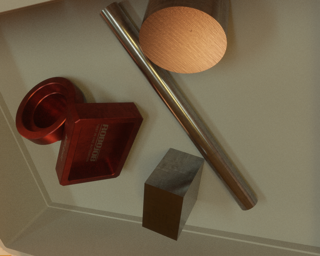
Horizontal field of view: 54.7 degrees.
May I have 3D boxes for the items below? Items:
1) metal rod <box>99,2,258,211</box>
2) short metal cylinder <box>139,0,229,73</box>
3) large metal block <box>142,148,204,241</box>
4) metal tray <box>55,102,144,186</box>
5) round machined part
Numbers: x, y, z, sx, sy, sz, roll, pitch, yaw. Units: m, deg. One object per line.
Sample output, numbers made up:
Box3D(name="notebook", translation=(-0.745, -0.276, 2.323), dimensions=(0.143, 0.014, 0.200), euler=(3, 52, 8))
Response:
Box3D(name="metal rod", translation=(0.029, -0.018, 0.380), dimensions=(0.025, 0.025, 0.299), euler=(-29, 103, 37))
Box3D(name="short metal cylinder", translation=(0.024, -0.098, 0.297), dimensions=(0.080, 0.050, 0.080), euler=(8, 149, 5))
Box3D(name="large metal block", translation=(0.018, 0.087, 0.416), dimensions=(0.050, 0.080, 0.079), euler=(17, 125, 18))
Box3D(name="metal tray", translation=(-0.086, 0.023, 0.425), dimensions=(0.030, 0.091, 0.129), euler=(60, 139, 35))
Box3D(name="round machined part", translation=(-0.149, -0.020, 0.438), dimensions=(0.098, 0.098, 0.042), euler=(4, 155, 26))
